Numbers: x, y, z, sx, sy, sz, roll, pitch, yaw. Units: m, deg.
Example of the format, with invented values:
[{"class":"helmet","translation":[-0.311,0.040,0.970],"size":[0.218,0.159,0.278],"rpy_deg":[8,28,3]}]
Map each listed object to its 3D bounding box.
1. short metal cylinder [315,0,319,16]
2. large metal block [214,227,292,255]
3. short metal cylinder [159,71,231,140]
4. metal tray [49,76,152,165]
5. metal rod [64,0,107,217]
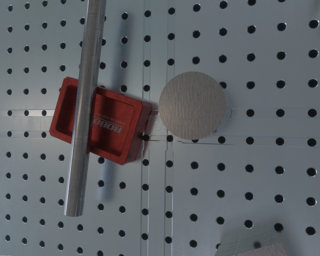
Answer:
[{"class":"short metal cylinder","translation":[0.210,-0.149,0.325],"size":[0.080,0.050,0.080],"rpy_deg":[0,90,20]},{"class":"large metal block","translation":[0.117,0.172,0.358],"size":[0.080,0.050,0.080],"rpy_deg":[-24,82,18]},{"class":"short metal cylinder","translation":[0.045,-0.026,0.383],"size":[0.080,0.050,0.080],"rpy_deg":[0,90,20]},{"class":"metal tray","translation":[-0.087,-0.012,0.440],"size":[0.130,0.030,0.089],"rpy_deg":[20,97,18]},{"class":"metal rod","translation":[-0.100,-0.031,0.415],"size":[0.025,0.025,0.298],"rpy_deg":[8,92,20]}]
